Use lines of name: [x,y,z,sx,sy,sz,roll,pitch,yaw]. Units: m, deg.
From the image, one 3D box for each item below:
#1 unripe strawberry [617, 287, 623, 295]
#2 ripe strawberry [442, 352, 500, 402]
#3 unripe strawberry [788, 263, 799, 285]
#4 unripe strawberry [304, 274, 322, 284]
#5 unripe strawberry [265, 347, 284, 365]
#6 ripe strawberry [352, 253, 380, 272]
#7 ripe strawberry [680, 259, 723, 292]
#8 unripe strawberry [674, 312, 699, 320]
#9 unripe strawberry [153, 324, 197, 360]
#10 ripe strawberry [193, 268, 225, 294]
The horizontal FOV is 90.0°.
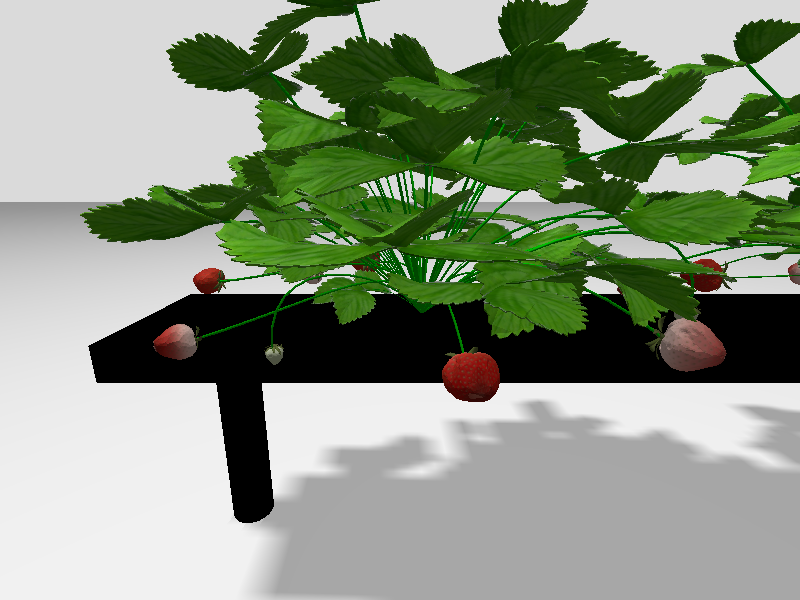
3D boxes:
unripe strawberry: [0.242,-0.015,0.424,0.023,0.020,0.023,-37,3,22]
ripe strawberry: [0.037,0.042,0.208,0.030,0.027,0.027,-2,25,-6]
unripe strawberry: [0.472,-0.032,0.465,0.035,0.030,0.035,0,15,1]
unripe strawberry: [-0.107,-0.032,0.477,0.028,0.027,0.026,-6,7,45]
unripe strawberry: [-0.081,0.036,0.259,0.011,0.012,0.012,14,21,41]
ripe strawberry: [-0.048,-0.055,0.539,0.039,0.041,0.042,-6,16,-19]
ripe strawberry: [0.328,-0.027,0.438,0.037,0.036,0.040,8,17,28]
unripe strawberry: [0.229,0.013,0.321,0.016,0.015,0.014,3,16,11]
unripe strawberry: [-0.149,0.029,0.265,0.025,0.024,0.023,-10,18,-30]
ripe strawberry: [-0.206,-0.021,0.430,0.031,0.027,0.031,4,16,17]
